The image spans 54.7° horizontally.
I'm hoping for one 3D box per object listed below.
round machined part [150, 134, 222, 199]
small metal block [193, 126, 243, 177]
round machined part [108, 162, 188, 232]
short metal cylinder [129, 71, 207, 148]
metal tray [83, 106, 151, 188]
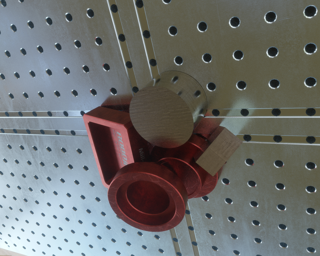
[{"bbox_3d":[0.029,0.057,0.417,0.098,0.042,0.097,13,124,20],"label":"round machined part"},{"bbox_3d":[0.066,0.025,0.362,0.025,0.050,0.050,40,94,1],"label":"small metal block"},{"bbox_3d":[-0.013,0.082,0.395,0.098,0.042,0.097,7,121,12],"label":"round machined part"},{"bbox_3d":[0.011,-0.023,0.374,0.080,0.050,0.079,13,124,20],"label":"short metal cylinder"},{"bbox_3d":[-0.057,0.039,0.445,0.090,0.030,0.129,14,125,38],"label":"metal tray"}]
